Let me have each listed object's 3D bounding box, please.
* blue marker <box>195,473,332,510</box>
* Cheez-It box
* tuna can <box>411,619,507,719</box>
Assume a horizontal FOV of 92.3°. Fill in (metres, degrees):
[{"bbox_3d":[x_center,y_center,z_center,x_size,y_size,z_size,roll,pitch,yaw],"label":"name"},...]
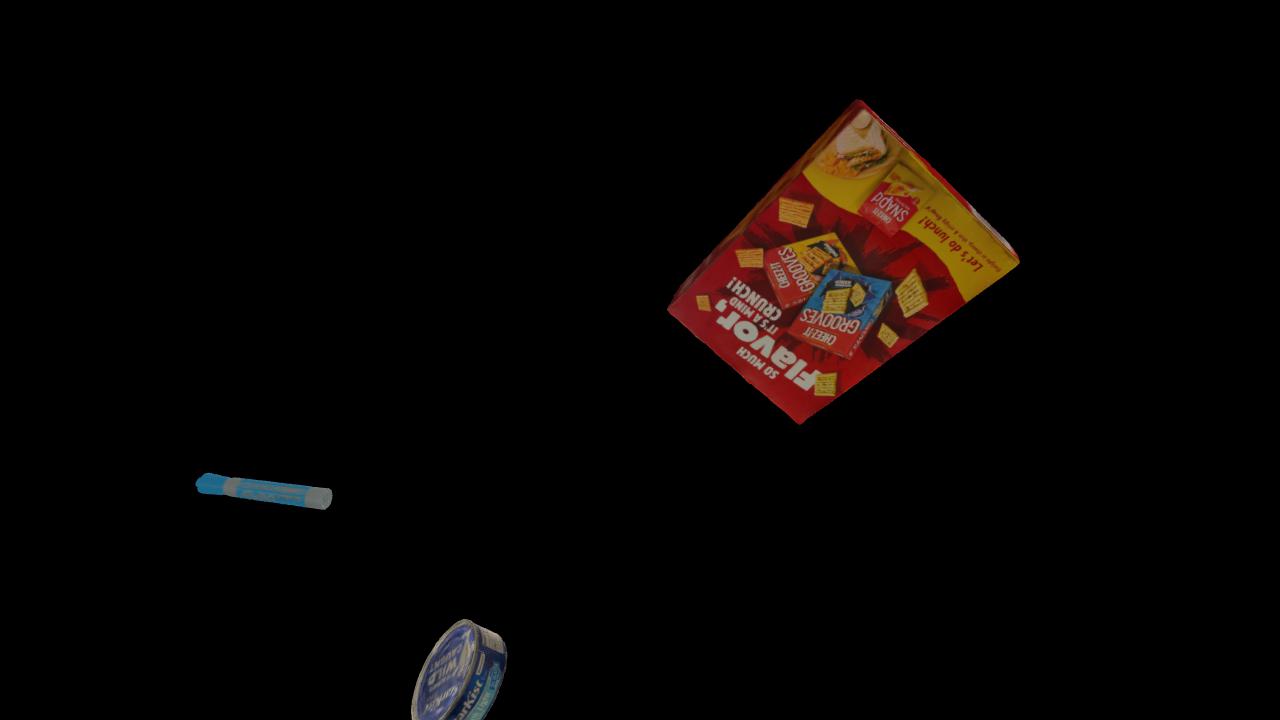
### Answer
[{"bbox_3d":[-0.339,0.117,0.552,0.121,0.020,0.020,6,0,4],"label":"blue marker"},{"bbox_3d":[0.157,-0.070,0.516,0.223,0.166,0.071,-46,8,31],"label":"Cheez-It box"},{"bbox_3d":[-0.147,0.260,0.501,0.034,0.084,0.084,39,-19,-25],"label":"tuna can"}]
